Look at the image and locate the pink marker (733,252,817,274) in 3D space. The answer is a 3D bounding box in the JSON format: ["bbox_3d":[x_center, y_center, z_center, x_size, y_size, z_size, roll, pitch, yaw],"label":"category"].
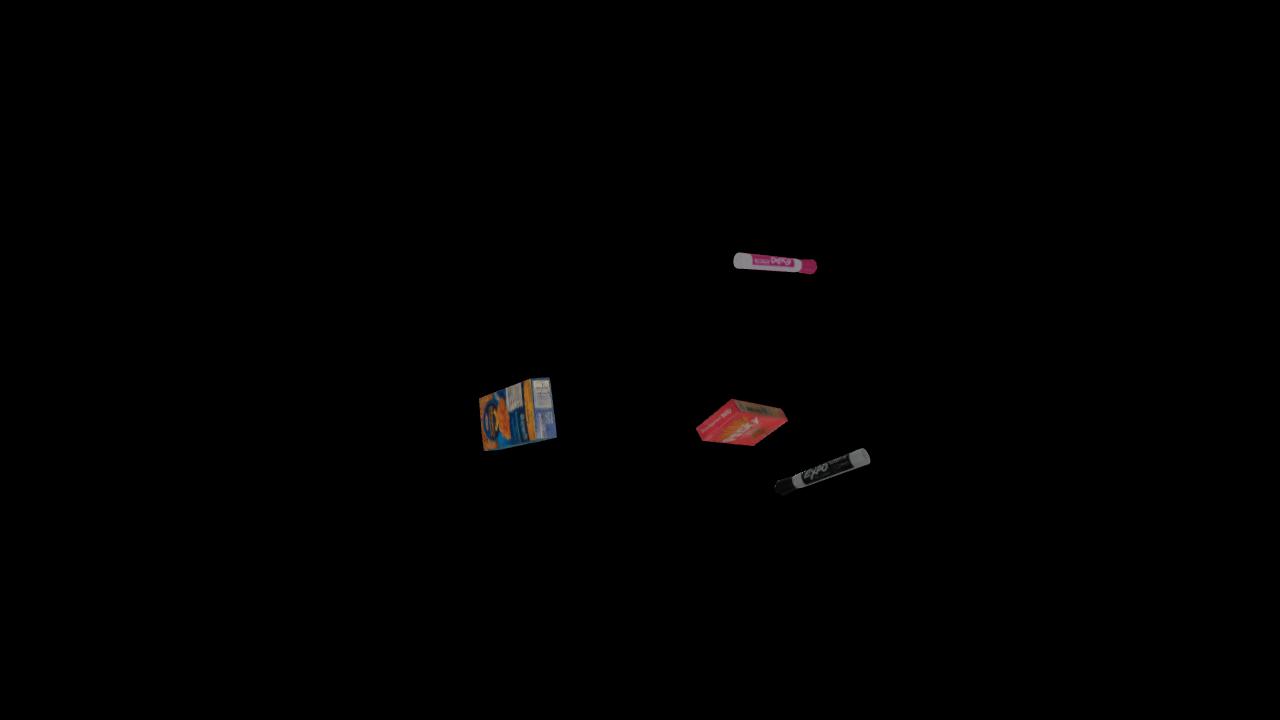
[{"bbox_3d":[0.168,-0.117,0.749,0.121,0.020,0.020,0,0,-28],"label":"pink marker"}]

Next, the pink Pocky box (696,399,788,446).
[{"bbox_3d":[0.170,0.106,1.015,0.155,0.029,0.084,14,-48,-46],"label":"pink Pocky box"}]

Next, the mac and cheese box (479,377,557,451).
[{"bbox_3d":[-0.196,0.088,0.965,0.041,0.093,0.184,-2,-11,-39],"label":"mac and cheese box"}]

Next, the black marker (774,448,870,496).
[{"bbox_3d":[0.207,0.131,0.710,0.121,0.020,0.020,-32,-20,36],"label":"black marker"}]
